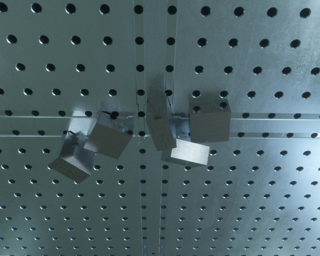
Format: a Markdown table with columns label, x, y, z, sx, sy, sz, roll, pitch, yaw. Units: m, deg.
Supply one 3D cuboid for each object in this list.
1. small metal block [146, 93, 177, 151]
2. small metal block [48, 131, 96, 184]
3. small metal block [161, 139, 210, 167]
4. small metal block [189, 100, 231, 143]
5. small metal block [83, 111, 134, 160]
| label | x | y | z | sx | sy | sz | roll | pitch | yaw |
| --- | --- | --- | --- | --- | --- | --- | --- | --- | --- |
| small metal block | 0.002 | -0.008 | 0.389 | 0.025 | 0.050 | 0.050 | -11 | 129 | 9 |
| small metal block | -0.120 | 0.040 | 0.428 | 0.025 | 0.050 | 0.050 | -36 | 122 | 26 |
| small metal block | 0.033 | 0.036 | 0.426 | 0.050 | 0.025 | 0.050 | 14 | 166 | -12 |
| small metal block | 0.064 | -0.008 | 0.406 | 0.050 | 0.025 | 0.050 | -4 | 130 | 3 |
| small metal block | -0.069 | 0.011 | 0.420 | 0.050 | 0.025 | 0.050 | 22 | 127 | -18 |
